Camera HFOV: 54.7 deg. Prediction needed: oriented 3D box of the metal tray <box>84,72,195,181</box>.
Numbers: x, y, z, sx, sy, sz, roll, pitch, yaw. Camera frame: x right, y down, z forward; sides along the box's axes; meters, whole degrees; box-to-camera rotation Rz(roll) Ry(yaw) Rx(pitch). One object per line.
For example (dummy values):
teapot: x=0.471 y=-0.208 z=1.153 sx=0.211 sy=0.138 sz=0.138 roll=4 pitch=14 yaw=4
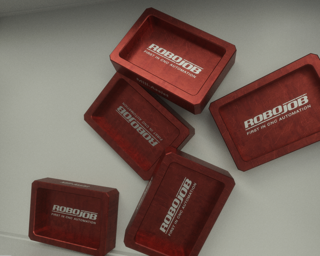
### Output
metal tray: x=-0.030 y=-0.005 z=0.418 sx=0.130 sy=0.030 sz=0.090 roll=43 pitch=103 yaw=15

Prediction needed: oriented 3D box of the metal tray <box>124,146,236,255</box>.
metal tray: x=0.022 y=0.099 z=0.381 sx=0.090 sy=0.030 sz=0.129 roll=24 pitch=99 yaw=-6

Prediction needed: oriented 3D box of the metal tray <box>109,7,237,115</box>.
metal tray: x=0.016 y=-0.086 z=0.385 sx=0.130 sy=0.030 sz=0.090 roll=31 pitch=77 yaw=17

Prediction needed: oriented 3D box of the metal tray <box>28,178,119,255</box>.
metal tray: x=-0.127 y=0.127 z=0.452 sx=0.130 sy=0.030 sz=0.089 roll=5 pitch=92 yaw=19

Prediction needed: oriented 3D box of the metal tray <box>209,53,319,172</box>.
metal tray: x=0.135 y=-0.015 z=0.359 sx=0.130 sy=0.030 sz=0.090 roll=-27 pitch=81 yaw=18
